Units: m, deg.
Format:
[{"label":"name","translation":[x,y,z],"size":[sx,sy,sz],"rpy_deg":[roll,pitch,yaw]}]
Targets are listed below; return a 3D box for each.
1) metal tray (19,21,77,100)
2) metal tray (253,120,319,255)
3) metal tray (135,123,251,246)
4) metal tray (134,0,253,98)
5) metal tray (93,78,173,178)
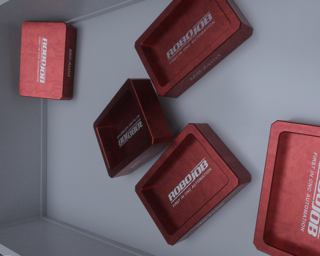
[{"label":"metal tray","translation":[-0.198,-0.117,0.544],"size":[0.090,0.030,0.129],"rpy_deg":[7,96,16]},{"label":"metal tray","translation":[0.143,0.062,0.285],"size":[0.090,0.030,0.129],"rpy_deg":[11,97,39]},{"label":"metal tray","translation":[0.033,0.068,0.376],"size":[0.129,0.030,0.090],"rpy_deg":[-51,60,27]},{"label":"metal tray","translation":[0.034,-0.108,0.375],"size":[0.130,0.030,0.090],"rpy_deg":[-39,66,33]},{"label":"metal tray","translation":[-0.043,0.004,0.418],"size":[0.129,0.030,0.090],"rpy_deg":[-41,64,47]}]
